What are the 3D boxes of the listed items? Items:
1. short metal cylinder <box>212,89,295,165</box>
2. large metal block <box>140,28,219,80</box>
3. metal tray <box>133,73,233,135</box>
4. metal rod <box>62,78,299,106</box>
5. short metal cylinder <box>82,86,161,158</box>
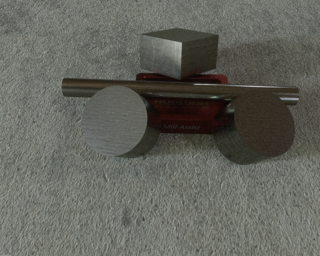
[{"bbox_3d":[0.110,0.000,0.368,0.081,0.050,0.080,6,72,-18],"label":"short metal cylinder"},{"bbox_3d":[0.028,-0.112,0.455,0.080,0.050,0.081,24,36,39],"label":"large metal block"},{"bbox_3d":[0.030,-0.036,0.432,0.131,0.030,0.090,2,50,1],"label":"metal tray"},{"bbox_3d":[0.025,-0.048,0.406,0.302,0.025,0.025,2,50,2],"label":"metal rod"},{"bbox_3d":[-0.044,-0.005,0.369,0.080,0.050,0.080,-3,81,17],"label":"short metal cylinder"}]
